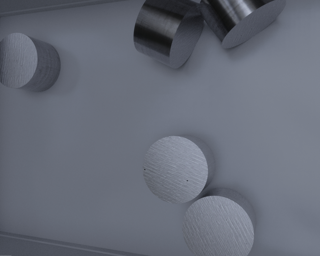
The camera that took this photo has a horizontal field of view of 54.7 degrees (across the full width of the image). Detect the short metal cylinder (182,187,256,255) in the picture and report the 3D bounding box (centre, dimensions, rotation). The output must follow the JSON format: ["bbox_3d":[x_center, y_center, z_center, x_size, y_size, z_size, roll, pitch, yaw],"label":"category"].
[{"bbox_3d":[0.072,0.116,0.371,0.080,0.050,0.080,0,90,20],"label":"short metal cylinder"}]

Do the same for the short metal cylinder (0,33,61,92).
[{"bbox_3d":[-0.200,-0.097,0.468,0.080,0.050,0.080,0,90,20],"label":"short metal cylinder"}]

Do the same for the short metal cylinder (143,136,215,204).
[{"bbox_3d":[0.025,0.049,0.388,0.080,0.050,0.080,0,90,20],"label":"short metal cylinder"}]

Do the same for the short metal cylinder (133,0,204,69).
[{"bbox_3d":[0.012,-0.119,0.377,0.050,0.080,0.080,29,100,18],"label":"short metal cylinder"}]

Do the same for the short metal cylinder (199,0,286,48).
[{"bbox_3d":[0.091,-0.135,0.349,0.080,0.080,0.050,-33,80,17],"label":"short metal cylinder"}]
